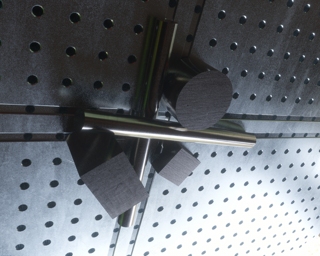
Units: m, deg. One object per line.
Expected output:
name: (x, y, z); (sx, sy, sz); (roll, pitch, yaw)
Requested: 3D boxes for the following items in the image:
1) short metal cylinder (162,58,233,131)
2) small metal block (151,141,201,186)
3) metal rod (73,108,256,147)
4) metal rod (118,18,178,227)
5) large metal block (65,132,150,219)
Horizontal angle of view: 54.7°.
short metal cylinder: (0.044, -0.043, 0.394); (0.081, 0.050, 0.079); (-14, 125, -21)
small metal block: (0.024, 0.052, 0.460); (0.050, 0.025, 0.050); (-48, 129, 5)
metal rod: (0.033, 0.006, 0.410); (0.302, 0.025, 0.025); (7, 115, -40)
metal rod: (-0.022, 0.012, 0.408); (0.025, 0.025, 0.298); (-2, 119, -28)
large metal block: (-0.063, 0.046, 0.369); (0.050, 0.080, 0.080); (-31, 129, -9)
